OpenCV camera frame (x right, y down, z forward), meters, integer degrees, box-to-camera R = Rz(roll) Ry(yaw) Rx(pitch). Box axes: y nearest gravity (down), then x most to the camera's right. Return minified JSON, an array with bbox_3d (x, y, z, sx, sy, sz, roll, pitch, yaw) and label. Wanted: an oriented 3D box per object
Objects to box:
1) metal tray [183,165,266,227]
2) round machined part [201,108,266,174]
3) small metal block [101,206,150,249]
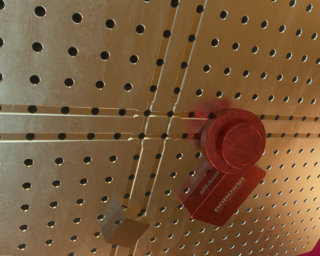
[{"bbox_3d":[0.113,0.106,0.535,0.090,0.030,0.130,29,103,-38],"label":"metal tray"},{"bbox_3d":[0.114,0.021,0.454,0.099,0.042,0.097,-3,102,-15],"label":"round machined part"},{"bbox_3d":[-0.053,0.154,0.478,0.050,0.025,0.050,33,100,-38],"label":"small metal block"}]
